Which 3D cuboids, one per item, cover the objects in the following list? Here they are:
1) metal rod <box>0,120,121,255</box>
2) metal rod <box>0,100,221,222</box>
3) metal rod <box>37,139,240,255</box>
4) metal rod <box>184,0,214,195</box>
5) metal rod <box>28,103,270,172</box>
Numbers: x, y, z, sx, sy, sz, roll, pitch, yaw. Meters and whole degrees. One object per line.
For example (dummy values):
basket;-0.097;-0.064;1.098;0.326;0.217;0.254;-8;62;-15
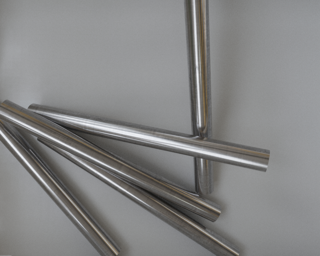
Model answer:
metal rod;-0.159;0.056;0.410;0.025;0.025;0.300;-41;90;0
metal rod;-0.058;0.045;0.393;0.301;0.025;0.025;27;90;-7
metal rod;-0.028;0.088;0.411;0.301;0.025;0.025;33;90;0
metal rod;0.045;-0.053;0.351;0.025;0.025;0.298;-6;115;0
metal rod;-0.025;0.008;0.376;0.301;0.025;0.025;11;90;14
